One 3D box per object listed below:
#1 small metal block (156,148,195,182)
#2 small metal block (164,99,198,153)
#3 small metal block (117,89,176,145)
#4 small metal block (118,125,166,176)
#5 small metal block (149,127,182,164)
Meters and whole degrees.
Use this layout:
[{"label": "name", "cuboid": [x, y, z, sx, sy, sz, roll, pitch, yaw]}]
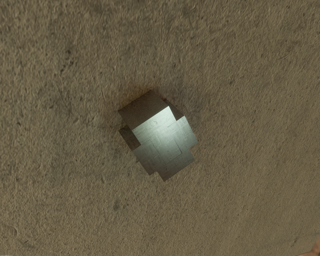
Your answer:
[{"label": "small metal block", "cuboid": [0.011, 0.037, 0.422, 0.050, 0.050, 0.025, -34, 129, -6]}, {"label": "small metal block", "cuboid": [0.018, -0.003, 0.401, 0.025, 0.050, 0.050, -35, 129, -5]}, {"label": "small metal block", "cuboid": [-0.017, -0.015, 0.375, 0.050, 0.050, 0.025, -34, 129, -6]}, {"label": "small metal block", "cuboid": [-0.023, 0.025, 0.395, 0.025, 0.050, 0.050, -35, 129, -6]}, {"label": "small metal block", "cuboid": [-0.003, 0.011, 0.398, 0.025, 0.050, 0.050, -35, 129, -6]}]
